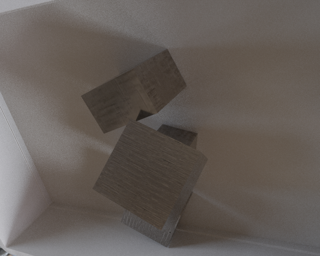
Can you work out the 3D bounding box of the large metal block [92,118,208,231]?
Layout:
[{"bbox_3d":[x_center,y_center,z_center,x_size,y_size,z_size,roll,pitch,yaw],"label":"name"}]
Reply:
[{"bbox_3d":[-0.008,0.047,0.320,0.080,0.050,0.080,26,85,20],"label":"large metal block"}]

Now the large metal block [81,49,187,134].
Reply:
[{"bbox_3d":[-0.028,-0.043,0.359,0.080,0.080,0.050,-19,106,35],"label":"large metal block"}]

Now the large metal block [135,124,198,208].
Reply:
[{"bbox_3d":[0.009,0.053,0.400,0.050,0.080,0.079,15,125,19],"label":"large metal block"}]

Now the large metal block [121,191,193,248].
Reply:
[{"bbox_3d":[-0.006,0.120,0.469,0.080,0.050,0.079,25,127,12],"label":"large metal block"}]
